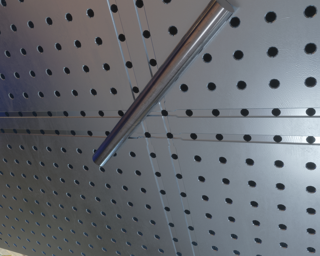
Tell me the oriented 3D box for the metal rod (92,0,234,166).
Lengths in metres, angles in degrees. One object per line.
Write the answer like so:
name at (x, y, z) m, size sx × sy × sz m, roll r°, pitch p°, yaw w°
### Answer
metal rod at (-0.016, -0.036, 0.395) m, size 0.025 × 0.025 × 0.298 m, roll 42°, pitch 129°, yaw -1°
